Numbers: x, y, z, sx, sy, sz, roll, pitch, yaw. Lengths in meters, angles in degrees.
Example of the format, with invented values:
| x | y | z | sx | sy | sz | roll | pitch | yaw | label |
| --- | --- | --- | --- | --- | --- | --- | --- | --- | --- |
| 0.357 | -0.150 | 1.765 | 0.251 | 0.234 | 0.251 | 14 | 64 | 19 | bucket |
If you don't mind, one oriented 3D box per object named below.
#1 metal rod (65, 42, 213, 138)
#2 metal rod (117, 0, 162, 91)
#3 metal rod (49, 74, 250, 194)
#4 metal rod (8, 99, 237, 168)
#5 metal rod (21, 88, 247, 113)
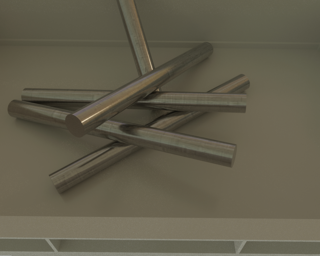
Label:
| x | y | z | sx | sy | sz | roll | pitch | yaw | label |
| --- | --- | --- | --- | --- | --- | --- | --- | --- | --- |
| -0.002 | -0.067 | 0.408 | 0.025 | 0.025 | 0.302 | 27 | 39 | 21 | metal rod |
| -0.046 | -0.171 | 0.436 | 0.025 | 0.025 | 0.298 | -16 | 89 | -13 | metal rod |
| 0.003 | -0.003 | 0.407 | 0.302 | 0.025 | 0.025 | -28 | 56 | -22 | metal rod |
| -0.061 | 0.001 | 0.373 | 0.301 | 0.025 | 0.025 | 11 | 50 | 21 | metal rod |
| -0.041 | -0.038 | 0.413 | 0.301 | 0.025 | 0.025 | 3 | 50 | 10 | metal rod |
